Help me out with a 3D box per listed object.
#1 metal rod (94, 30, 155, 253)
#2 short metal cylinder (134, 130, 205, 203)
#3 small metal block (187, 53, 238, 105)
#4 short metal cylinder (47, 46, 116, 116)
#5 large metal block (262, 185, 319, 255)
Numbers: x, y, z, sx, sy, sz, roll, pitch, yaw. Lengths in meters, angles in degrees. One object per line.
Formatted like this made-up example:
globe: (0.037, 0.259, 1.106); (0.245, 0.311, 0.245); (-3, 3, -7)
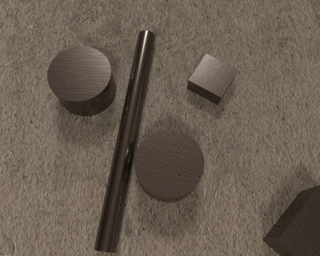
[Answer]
metal rod: (-0.041, 0.003, 0.406); (0.025, 0.025, 0.299); (8, 70, 2)
short metal cylinder: (0.011, 0.048, 0.378); (0.081, 0.050, 0.080); (0, 70, 0)
small metal block: (0.073, -0.068, 0.434); (0.050, 0.025, 0.050); (30, 72, 10)
short metal cylinder: (-0.102, -0.062, 0.416); (0.081, 0.050, 0.080); (0, 70, 0)
large metal block: (0.181, 0.125, 0.351); (0.080, 0.050, 0.080); (42, 75, 13)
